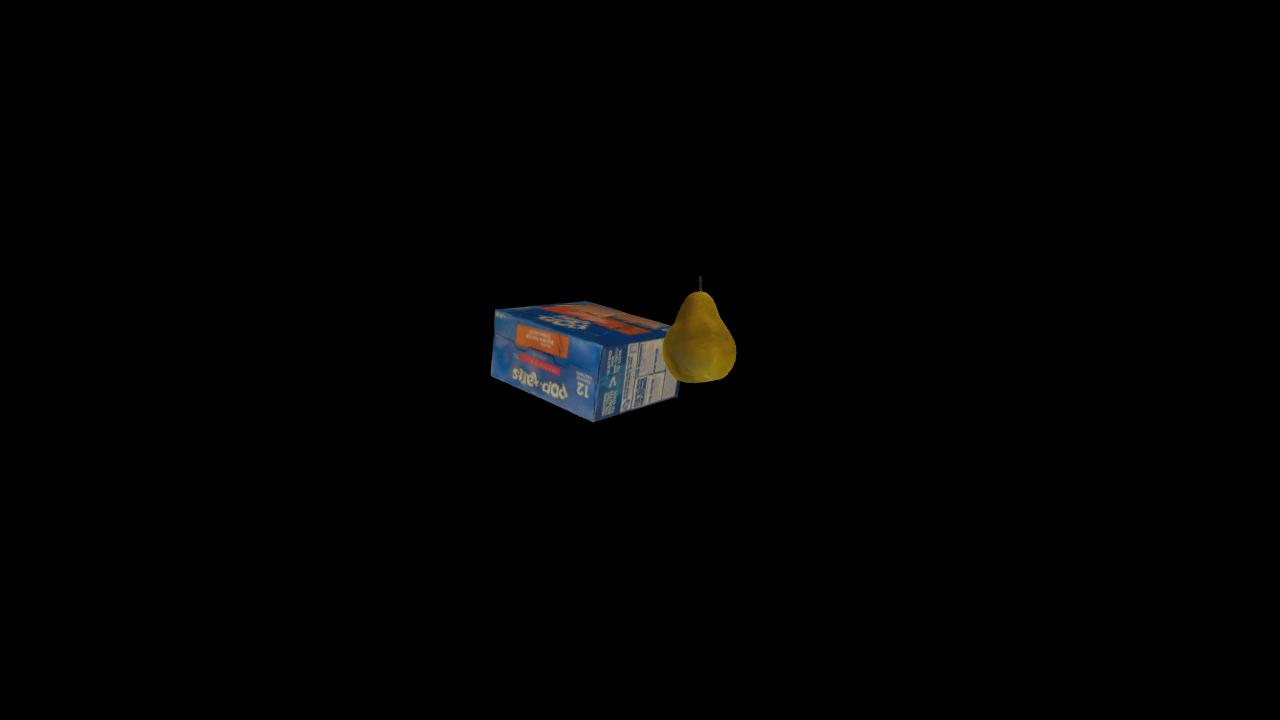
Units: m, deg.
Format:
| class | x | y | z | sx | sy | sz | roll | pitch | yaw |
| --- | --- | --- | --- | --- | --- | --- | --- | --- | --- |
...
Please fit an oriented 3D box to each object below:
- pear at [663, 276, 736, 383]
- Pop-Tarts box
| class | x | y | z | sx | sy | sz | roll | pitch | yaw |
| --- | --- | --- | --- | --- | --- | --- | --- | --- | --- |
| pear | 0.062 | -0.033 | 0.639 | 0.080 | 0.111 | 0.080 | -4 | 3 | 0 |
| Pop-Tarts box | -0.057 | -0.007 | 0.683 | 0.167 | 0.083 | 0.141 | 19 | 20 | 38 |
